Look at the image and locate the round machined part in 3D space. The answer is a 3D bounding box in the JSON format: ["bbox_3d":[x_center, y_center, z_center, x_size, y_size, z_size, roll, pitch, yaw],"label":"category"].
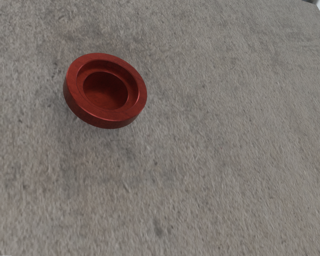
[{"bbox_3d":[-0.069,-0.041,0.382,0.099,0.042,0.098,14,56,-21],"label":"round machined part"}]
